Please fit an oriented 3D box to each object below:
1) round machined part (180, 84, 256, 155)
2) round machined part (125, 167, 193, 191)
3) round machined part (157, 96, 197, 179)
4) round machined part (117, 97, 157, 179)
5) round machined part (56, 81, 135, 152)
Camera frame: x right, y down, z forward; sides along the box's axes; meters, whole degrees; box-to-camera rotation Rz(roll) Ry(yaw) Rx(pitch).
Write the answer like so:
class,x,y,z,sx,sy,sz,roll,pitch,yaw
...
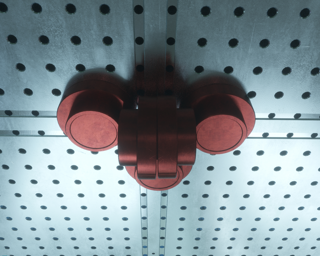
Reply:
class,x,y,z,sx,sy,sz,roll,pitch,yaw
round machined part,0.073,-0.004,0.397,0.099,0.042,0.097,-1,130,0
round machined part,-0.002,0.053,0.446,0.099,0.042,0.097,-1,130,0
round machined part,0.019,0.010,0.366,0.042,0.098,0.097,-1,130,0
round machined part,-0.025,0.011,0.365,0.042,0.098,0.097,1,130,-1
round machined part,-0.081,-0.008,0.392,0.099,0.042,0.097,-1,130,0
